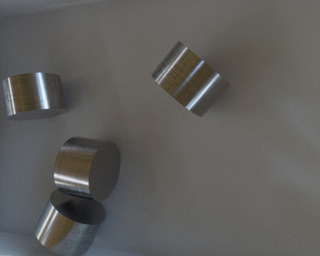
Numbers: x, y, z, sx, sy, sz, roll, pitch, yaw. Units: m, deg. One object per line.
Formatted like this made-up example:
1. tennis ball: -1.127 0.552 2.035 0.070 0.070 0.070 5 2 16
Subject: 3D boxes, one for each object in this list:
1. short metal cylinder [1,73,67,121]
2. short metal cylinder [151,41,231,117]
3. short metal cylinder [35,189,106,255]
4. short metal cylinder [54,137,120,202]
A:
1. short metal cylinder: -0.179 -0.043 0.445 0.080 0.080 0.050 -12 86 19
2. short metal cylinder: 0.037 -0.058 0.368 0.080 0.080 0.050 44 104 14
3. short metal cylinder: -0.121 0.127 0.424 0.080 0.080 0.050 31 100 17
4. short metal cylinder: -0.094 0.054 0.415 0.050 0.080 0.079 7 92 20
